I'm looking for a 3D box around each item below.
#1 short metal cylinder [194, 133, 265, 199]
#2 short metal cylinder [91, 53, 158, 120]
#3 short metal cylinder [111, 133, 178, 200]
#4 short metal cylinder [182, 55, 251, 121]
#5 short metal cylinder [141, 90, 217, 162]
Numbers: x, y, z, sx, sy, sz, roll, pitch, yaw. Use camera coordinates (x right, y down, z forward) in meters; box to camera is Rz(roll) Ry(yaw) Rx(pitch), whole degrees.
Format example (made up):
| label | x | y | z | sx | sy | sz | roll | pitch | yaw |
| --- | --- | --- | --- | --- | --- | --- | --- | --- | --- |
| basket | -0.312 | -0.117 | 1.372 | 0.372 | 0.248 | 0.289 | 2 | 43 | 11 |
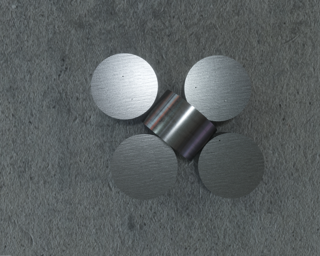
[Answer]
| label | x | y | z | sx | sy | sz | roll | pitch | yaw |
| --- | --- | --- | --- | --- | --- | --- | --- | --- | --- |
| short metal cylinder | 0.086 | 0.045 | 0.399 | 0.081 | 0.050 | 0.079 | 0 | 90 | -1 |
| short metal cylinder | -0.043 | -0.050 | 0.397 | 0.081 | 0.050 | 0.079 | 0 | 90 | -1 |
| short metal cylinder | -0.019 | 0.047 | 0.397 | 0.081 | 0.050 | 0.079 | 0 | 90 | -1 |
| short metal cylinder | 0.070 | -0.048 | 0.398 | 0.081 | 0.050 | 0.079 | 0 | 90 | -1 |
| short metal cylinder | 0.023 | -0.003 | 0.384 | 0.080 | 0.080 | 0.050 | 40 | 90 | -1 |
